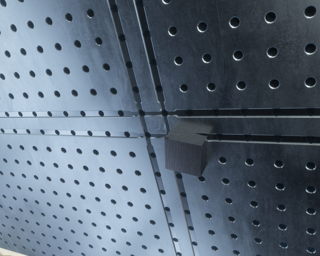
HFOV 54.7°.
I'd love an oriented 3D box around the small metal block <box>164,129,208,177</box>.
[{"bbox_3d":[0.035,0.033,0.412,0.050,0.025,0.050,11,123,22],"label":"small metal block"}]
